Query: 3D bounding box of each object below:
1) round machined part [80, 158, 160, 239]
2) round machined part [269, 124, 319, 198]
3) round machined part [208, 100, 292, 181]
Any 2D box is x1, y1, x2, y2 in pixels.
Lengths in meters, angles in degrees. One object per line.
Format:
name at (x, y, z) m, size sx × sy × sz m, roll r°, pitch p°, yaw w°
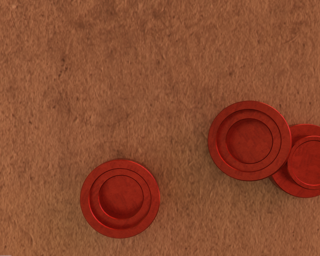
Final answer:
round machined part at (-0.049, 0.087, 0.401) m, size 0.099 × 0.042 × 0.097 m, roll 0°, pitch 90°, yaw -1°
round machined part at (0.191, 0.043, 0.404) m, size 0.099 × 0.042 × 0.097 m, roll 0°, pitch 90°, yaw -1°
round machined part at (0.114, 0.017, 0.391) m, size 0.098 × 0.042 × 0.097 m, roll -3°, pitch 82°, yaw 24°
